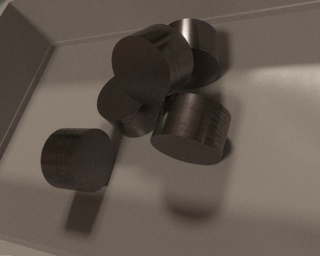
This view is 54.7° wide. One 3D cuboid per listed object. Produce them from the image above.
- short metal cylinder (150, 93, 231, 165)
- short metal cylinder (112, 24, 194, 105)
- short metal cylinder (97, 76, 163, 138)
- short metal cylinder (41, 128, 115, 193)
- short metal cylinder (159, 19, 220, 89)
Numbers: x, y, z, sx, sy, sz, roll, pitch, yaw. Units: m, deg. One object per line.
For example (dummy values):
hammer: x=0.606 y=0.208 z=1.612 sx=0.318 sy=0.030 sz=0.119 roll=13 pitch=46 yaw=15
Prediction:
short metal cylinder: x=0.035 y=0.003 z=0.349 sx=0.080 sy=0.080 sz=0.050 roll=5 pitch=65 yaw=30
short metal cylinder: x=-0.009 y=-0.074 z=0.359 sx=0.080 sy=0.079 sz=0.050 roll=12 pitch=36 yaw=33
short metal cylinder: x=-0.039 y=-0.033 z=0.429 sx=0.080 sy=0.050 sz=0.080 roll=-13 pitch=56 yaw=20
short metal cylinder: x=-0.103 y=0.040 z=0.398 sx=0.050 sy=0.080 sz=0.080 roll=1 pitch=62 yaw=28
short metal cylinder: x=0.037 y=-0.095 z=0.408 sx=0.080 sy=0.080 sz=0.050 roll=-9 pitch=58 yaw=23
